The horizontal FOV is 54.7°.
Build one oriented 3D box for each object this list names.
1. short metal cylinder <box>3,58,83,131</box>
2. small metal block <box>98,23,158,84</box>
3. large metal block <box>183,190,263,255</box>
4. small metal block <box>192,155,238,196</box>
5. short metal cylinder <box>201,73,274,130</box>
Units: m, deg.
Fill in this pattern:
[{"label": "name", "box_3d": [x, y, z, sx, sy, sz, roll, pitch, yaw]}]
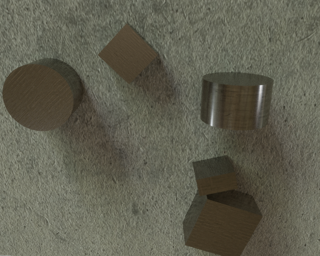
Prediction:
[{"label": "short metal cylinder", "box_3d": [-0.140, -0.042, 0.380, 0.081, 0.050, 0.079, 0, 110, 0]}, {"label": "small metal block", "box_3d": [-0.038, -0.090, 0.376, 0.050, 0.025, 0.050, 43, 104, -14]}, {"label": "large metal block", "box_3d": [0.086, 0.132, 0.446, 0.080, 0.050, 0.079, 19, 109, -7]}, {"label": "small metal block", "box_3d": [0.073, 0.063, 0.421, 0.050, 0.050, 0.025, -12, 110, 4]}, {"label": "short metal cylinder", "box_3d": [0.090, -0.035, 0.369, 0.081, 0.080, 0.050, 0, 110, 0]}]
